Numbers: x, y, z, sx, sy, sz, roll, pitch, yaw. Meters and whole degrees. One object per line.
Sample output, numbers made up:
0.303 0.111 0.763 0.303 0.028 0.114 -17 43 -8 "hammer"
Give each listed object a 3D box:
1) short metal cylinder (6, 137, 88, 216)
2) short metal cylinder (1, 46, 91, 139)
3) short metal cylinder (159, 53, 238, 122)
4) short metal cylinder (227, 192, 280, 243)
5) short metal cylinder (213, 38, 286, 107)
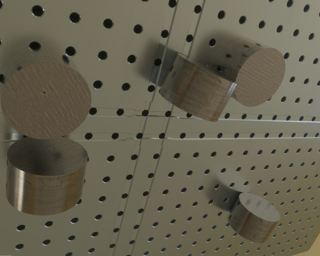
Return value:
-0.123 0.049 0.339 0.081 0.080 0.050 0 119 -29 "short metal cylinder"
-0.115 -0.035 0.311 0.081 0.050 0.079 -14 125 -21 "short metal cylinder"
0.046 -0.049 0.372 0.081 0.080 0.050 15 111 -35 "short metal cylinder"
0.174 0.165 0.576 0.081 0.080 0.050 8 114 -33 "short metal cylinder"
0.118 -0.075 0.416 0.081 0.050 0.079 -14 125 -21 "short metal cylinder"
